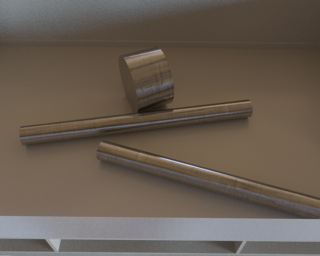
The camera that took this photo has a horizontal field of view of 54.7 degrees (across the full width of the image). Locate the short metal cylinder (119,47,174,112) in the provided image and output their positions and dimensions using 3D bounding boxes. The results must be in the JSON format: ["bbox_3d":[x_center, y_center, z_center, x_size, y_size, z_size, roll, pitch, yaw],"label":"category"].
[{"bbox_3d":[-0.020,-0.065,0.424,0.050,0.080,0.080,-17,52,-14],"label":"short metal cylinder"}]

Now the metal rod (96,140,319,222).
[{"bbox_3d":[0.071,0.063,0.353,0.301,0.025,0.025,14,51,11],"label":"metal rod"}]

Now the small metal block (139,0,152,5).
[{"bbox_3d":[-0.028,-0.290,0.635,0.025,0.050,0.050,5,50,4],"label":"small metal block"}]

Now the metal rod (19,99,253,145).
[{"bbox_3d":[-0.026,-0.009,0.411,0.302,0.025,0.025,-7,51,-7],"label":"metal rod"}]
